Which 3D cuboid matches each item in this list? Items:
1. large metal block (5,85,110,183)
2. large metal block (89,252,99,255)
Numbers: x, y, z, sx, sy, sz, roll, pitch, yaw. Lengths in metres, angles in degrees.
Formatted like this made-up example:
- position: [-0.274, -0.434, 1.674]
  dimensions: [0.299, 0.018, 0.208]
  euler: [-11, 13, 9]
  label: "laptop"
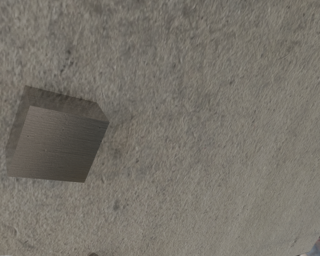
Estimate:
- position: [-0.113, 0.009, 0.335]
  dimensions: [0.081, 0.050, 0.079]
  euler: [13, 112, -34]
  label: "large metal block"
- position: [-0.108, 0.255, 0.471]
  dimensions: [0.080, 0.080, 0.050]
  euler: [-38, 130, -3]
  label: "large metal block"
